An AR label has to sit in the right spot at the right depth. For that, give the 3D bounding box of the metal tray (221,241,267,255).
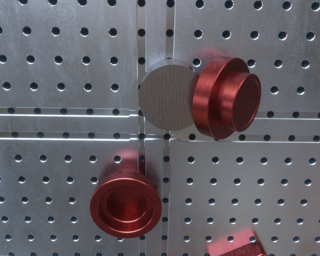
[{"bbox_3d":[0.149,0.256,0.507,0.090,0.030,0.130,-27,108,9],"label":"metal tray"}]

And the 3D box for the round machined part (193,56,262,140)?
[{"bbox_3d":[0.084,-0.033,0.363,0.042,0.099,0.097,19,116,38],"label":"round machined part"}]

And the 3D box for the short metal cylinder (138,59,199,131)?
[{"bbox_3d":[0.015,-0.043,0.385,0.081,0.050,0.079,0,110,-1],"label":"short metal cylinder"}]

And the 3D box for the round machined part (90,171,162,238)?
[{"bbox_3d":[-0.047,0.104,0.442,0.099,0.042,0.097,0,110,-1],"label":"round machined part"}]
